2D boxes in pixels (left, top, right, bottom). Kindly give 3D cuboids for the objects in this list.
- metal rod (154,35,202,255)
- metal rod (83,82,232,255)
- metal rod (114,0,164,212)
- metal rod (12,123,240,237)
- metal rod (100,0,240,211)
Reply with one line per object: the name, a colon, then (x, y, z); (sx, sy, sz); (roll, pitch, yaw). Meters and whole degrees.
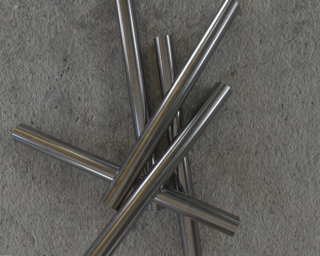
metal rod: (0.024, 0.029, 0.409); (0.025, 0.025, 0.298); (-8, 90, 0)
metal rod: (-0.004, 0.059, 0.363); (0.025, 0.025, 0.301); (39, 71, 0)
metal rod: (-0.028, -0.041, 0.409); (0.025, 0.025, 0.298); (-9, 90, 0)
metal rod: (-0.048, 0.062, 0.389); (0.301, 0.025, 0.025); (22, 90, 8)
metal rod: (0.018, -0.037, 0.383); (0.025, 0.025, 0.300); (31, 79, 0)
